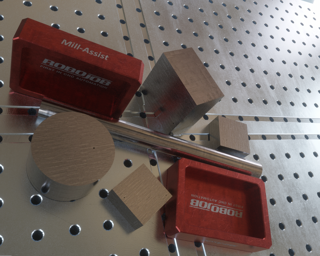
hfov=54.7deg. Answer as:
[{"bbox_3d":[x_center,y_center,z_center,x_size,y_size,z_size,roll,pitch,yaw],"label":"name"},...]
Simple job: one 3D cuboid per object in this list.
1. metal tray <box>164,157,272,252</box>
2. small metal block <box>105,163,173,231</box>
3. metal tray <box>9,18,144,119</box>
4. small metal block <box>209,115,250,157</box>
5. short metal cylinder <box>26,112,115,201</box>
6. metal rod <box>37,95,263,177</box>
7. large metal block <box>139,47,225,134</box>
[{"bbox_3d":[0.073,0.096,0.384,0.131,0.030,0.090,17,55,-19],"label":"metal tray"},{"bbox_3d":[-0.023,0.077,0.349,0.050,0.025,0.050,48,51,5],"label":"small metal block"},{"bbox_3d":[-0.095,-0.059,0.350,0.131,0.090,0.030,17,55,-19],"label":"metal tray"},{"bbox_3d":[0.101,0.015,0.453,0.050,0.025,0.050,16,55,-19],"label":"small metal block"},{"bbox_3d":[-0.093,0.030,0.322,0.081,0.050,0.080,14,56,-21],"label":"short metal cylinder"},{"bbox_3d":[0.002,0.019,0.397,0.302,0.025,0.025,18,55,-18],"label":"metal rod"},{"bbox_3d":[0.026,-0.048,0.418,0.050,0.080,0.080,-20,73,-36],"label":"large metal block"}]
